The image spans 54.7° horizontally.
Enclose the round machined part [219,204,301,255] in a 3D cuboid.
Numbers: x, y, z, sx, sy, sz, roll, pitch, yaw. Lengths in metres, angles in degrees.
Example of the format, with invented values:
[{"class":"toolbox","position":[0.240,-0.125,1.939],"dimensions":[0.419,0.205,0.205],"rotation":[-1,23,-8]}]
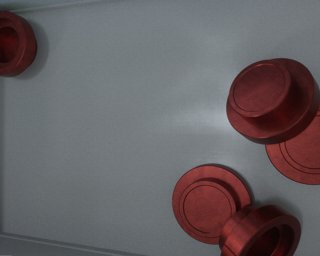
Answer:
[{"class":"round machined part","position":[0.105,0.127,0.345],"dimensions":[0.042,0.099,0.097],"rotation":[38,105,53]}]

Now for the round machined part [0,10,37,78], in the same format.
[{"class":"round machined part","position":[-0.233,-0.127,0.481],"dimensions":[0.098,0.042,0.097],"rotation":[0,90,19]}]

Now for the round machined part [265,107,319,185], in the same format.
[{"class":"round machined part","position":[0.168,0.015,0.342],"dimensions":[0.098,0.042,0.097],"rotation":[0,90,19]}]

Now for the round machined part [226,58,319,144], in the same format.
[{"class":"round machined part","position":[0.115,-0.035,0.336],"dimensions":[0.098,0.042,0.098],"rotation":[-23,52,33]}]

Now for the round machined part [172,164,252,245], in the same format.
[{"class":"round machined part","position":[0.061,0.094,0.379],"dimensions":[0.098,0.042,0.097],"rotation":[0,90,19]}]
